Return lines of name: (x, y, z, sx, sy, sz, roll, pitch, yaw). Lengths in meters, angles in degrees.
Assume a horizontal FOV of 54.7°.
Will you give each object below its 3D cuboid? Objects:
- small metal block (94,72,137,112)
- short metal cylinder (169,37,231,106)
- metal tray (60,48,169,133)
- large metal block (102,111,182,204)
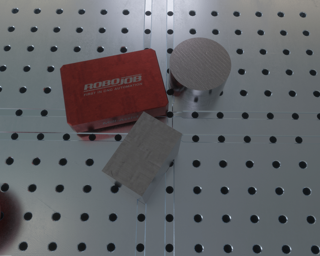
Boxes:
small metal block: (-0.063, -0.049, 0.429, 0.050, 0.025, 0.050, -23, 72, -8)
short metal cylinder: (0.053, -0.076, 0.427, 0.081, 0.050, 0.080, 0, 70, 0)
metal tray: (-0.061, -0.052, 0.420, 0.131, 0.030, 0.090, -12, 70, -5)
large metal block: (-0.018, 0.039, 0.368, 0.050, 0.080, 0.080, 31, 73, 10)
